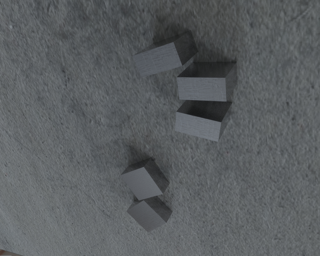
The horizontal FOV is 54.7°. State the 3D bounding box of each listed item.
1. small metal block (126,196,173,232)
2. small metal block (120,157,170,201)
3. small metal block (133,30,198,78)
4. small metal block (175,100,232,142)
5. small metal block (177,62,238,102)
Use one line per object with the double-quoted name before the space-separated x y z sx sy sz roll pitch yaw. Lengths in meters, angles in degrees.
"small metal block" -0.017 0.134 0.497 0.050 0.025 0.050 46 129 -4
"small metal block" -0.022 0.077 0.465 0.050 0.025 0.050 -24 106 36
"small metal block" 0.007 -0.081 0.336 0.050 0.050 0.025 -10 113 32
"small metal block" 0.051 -0.013 0.355 0.050 0.050 0.025 15 124 19
"small metal block" 0.052 -0.051 0.331 0.050 0.050 0.025 5 121 25
